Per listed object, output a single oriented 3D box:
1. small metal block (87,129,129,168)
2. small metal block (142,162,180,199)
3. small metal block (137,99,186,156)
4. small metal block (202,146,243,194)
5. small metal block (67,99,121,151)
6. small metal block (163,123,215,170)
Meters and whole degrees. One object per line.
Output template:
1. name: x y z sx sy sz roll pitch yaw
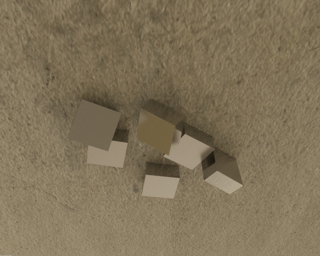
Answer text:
1. small metal block: -0.072 0.026 0.429 0.050 0.025 0.050 9 130 -8
2. small metal block: 0.000 0.081 0.477 0.050 0.025 0.050 7 130 -6
3. small metal block: 0.001 -0.001 0.391 0.050 0.025 0.050 28 133 20
4. small metal block: 0.087 0.059 0.443 0.050 0.050 0.025 30 124 -24
5. small metal block: -0.082 -0.003 0.385 0.050 0.025 0.050 20 84 -17
6. small metal block: 0.039 0.026 0.430 0.050 0.025 0.050 27 125 -22
